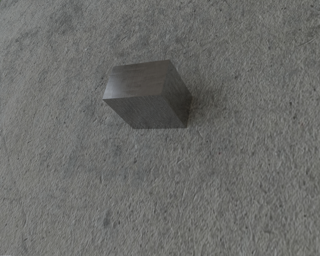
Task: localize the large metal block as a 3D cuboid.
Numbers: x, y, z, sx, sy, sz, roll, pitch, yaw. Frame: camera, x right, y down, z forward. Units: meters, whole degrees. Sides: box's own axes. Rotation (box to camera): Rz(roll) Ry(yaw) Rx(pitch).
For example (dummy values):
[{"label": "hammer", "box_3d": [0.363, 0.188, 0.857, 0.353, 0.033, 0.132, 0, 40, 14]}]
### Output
[{"label": "large metal block", "box_3d": [-0.013, -0.039, 0.400, 0.080, 0.080, 0.050, -1, 61, 27]}]
